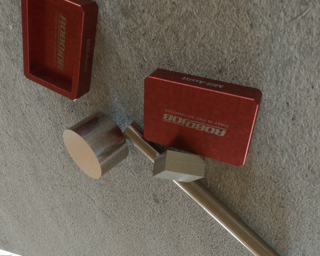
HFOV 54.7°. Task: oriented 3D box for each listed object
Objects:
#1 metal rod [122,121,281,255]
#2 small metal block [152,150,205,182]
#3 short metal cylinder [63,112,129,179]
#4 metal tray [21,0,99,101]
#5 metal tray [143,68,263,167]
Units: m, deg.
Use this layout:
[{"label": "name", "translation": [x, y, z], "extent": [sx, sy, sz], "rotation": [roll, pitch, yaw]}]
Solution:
[{"label": "metal rod", "translation": [0.066, 0.101, 0.433], "extent": [0.300, 0.025, 0.025], "rotation": [43, 129, -2]}, {"label": "small metal block", "translation": [0.023, 0.050, 0.393], "extent": [0.050, 0.025, 0.050], "rotation": [12, 159, -15]}, {"label": "short metal cylinder", "translation": [-0.090, 0.024, 0.436], "extent": [0.080, 0.050, 0.079], "rotation": [29, 139, 30]}, {"label": "metal tray", "translation": [-0.133, -0.110, 0.403], "extent": [0.090, 0.030, 0.129], "rotation": [25, 127, 12]}, {"label": "metal tray", "translation": [0.046, -0.014, 0.370], "extent": [0.130, 0.030, 0.089], "rotation": [15, 125, 19]}]
